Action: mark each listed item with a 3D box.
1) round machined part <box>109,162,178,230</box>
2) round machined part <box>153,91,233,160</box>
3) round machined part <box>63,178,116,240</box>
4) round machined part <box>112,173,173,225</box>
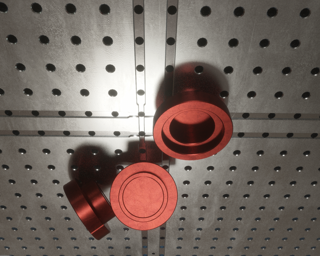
[{"bbox_3d":[-0.023,0.097,0.446,0.099,0.097,0.042,1,172,-1],"label":"round machined part"},{"bbox_3d":[0.040,-0.007,0.395,0.099,0.042,0.097,-1,130,0],"label":"round machined part"},{"bbox_3d":[-0.101,0.116,0.471,0.042,0.098,0.098,-34,129,-13],"label":"round machined part"},{"bbox_3d":[-0.028,0.120,0.502,0.099,0.042,0.097,0,131,0],"label":"round machined part"}]
